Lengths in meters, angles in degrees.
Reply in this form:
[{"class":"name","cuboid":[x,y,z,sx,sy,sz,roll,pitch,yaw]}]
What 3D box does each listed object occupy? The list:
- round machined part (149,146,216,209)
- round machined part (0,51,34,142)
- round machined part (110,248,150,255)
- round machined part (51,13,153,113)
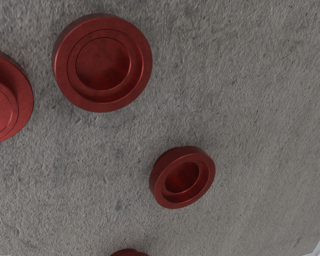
[{"class":"round machined part","cuboid":[0.028,0.067,0.453,0.099,0.042,0.097,-14,124,-21]},{"class":"round machined part","cuboid":[-0.170,-0.024,0.288,0.099,0.042,0.097,-14,124,-21]},{"class":"round machined part","cuboid":[-0.058,0.240,0.512,0.099,0.042,0.097,-14,124,-21]},{"class":"round machined part","cuboid":[-0.061,-0.068,0.320,0.099,0.042,0.097,-14,124,-21]}]
